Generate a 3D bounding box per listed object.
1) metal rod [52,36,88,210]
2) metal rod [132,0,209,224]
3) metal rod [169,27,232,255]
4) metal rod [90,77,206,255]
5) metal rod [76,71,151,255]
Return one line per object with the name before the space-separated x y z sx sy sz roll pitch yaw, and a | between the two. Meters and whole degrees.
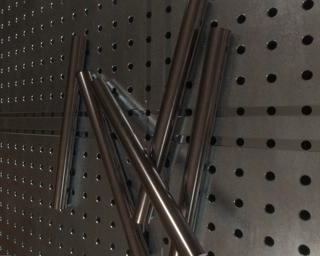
metal rod | -0.157 -0.005 0.535 0.025 0.025 0.298 15 99 39
metal rod | 0.010 -0.015 0.398 0.025 0.025 0.298 23 104 37
metal rod | 0.045 0.035 0.371 0.025 0.025 0.298 16 100 38
metal rod | -0.031 0.033 0.402 0.025 0.025 0.300 -54 50 26
metal rod | -0.075 0.047 0.468 0.025 0.025 0.299 -32 70 35
